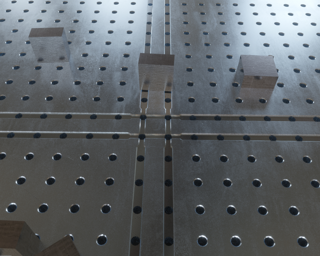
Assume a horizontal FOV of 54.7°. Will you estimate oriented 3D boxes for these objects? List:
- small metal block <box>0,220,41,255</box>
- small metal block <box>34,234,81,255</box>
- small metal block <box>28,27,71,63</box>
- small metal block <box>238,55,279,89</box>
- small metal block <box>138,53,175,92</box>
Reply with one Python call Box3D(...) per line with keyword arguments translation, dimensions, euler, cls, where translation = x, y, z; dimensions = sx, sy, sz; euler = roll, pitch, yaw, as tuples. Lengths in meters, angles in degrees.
Box3D(translation=(-0.151, 0.110, 0.297), dimensions=(0.050, 0.050, 0.025), euler=(2, 50, 1), cls="small metal block")
Box3D(translation=(-0.095, 0.130, 0.281), dimensions=(0.050, 0.050, 0.025), euler=(-29, 56, -22), cls="small metal block")
Box3D(translation=(-0.177, -0.133, 0.501), dimensions=(0.050, 0.050, 0.025), euler=(-3, 50, -3), cls="small metal block")
Box3D(translation=(0.152, -0.088, 0.484), dimensions=(0.050, 0.025, 0.050), euler=(3, 50, 2), cls="small metal block")
Box3D(translation=(-0.005, -0.082, 0.461), dimensions=(0.050, 0.050, 0.025), euler=(3, 50, 2), cls="small metal block")
